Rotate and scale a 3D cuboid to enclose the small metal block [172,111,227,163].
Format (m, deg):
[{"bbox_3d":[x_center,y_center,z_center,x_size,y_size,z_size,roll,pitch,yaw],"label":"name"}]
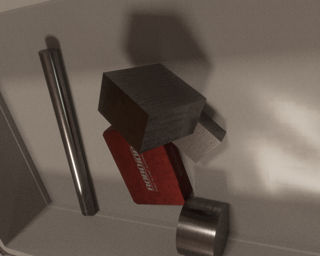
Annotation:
[{"bbox_3d":[0.045,0.009,0.389,0.050,0.025,0.050,42,129,-1],"label":"small metal block"}]

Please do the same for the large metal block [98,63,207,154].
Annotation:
[{"bbox_3d":[-0.010,-0.026,0.344,0.080,0.081,0.050,43,134,31],"label":"large metal block"}]

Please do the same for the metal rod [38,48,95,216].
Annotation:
[{"bbox_3d":[-0.142,0.024,0.495,0.025,0.025,0.298,9,123,23],"label":"metal rod"}]

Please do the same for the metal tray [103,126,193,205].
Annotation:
[{"bbox_3d":[-0.016,0.050,0.444,0.090,0.030,0.129,-8,115,31],"label":"metal tray"}]

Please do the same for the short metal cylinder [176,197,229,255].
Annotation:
[{"bbox_3d":[0.060,0.139,0.426,0.050,0.080,0.079,6,121,25],"label":"short metal cylinder"}]
